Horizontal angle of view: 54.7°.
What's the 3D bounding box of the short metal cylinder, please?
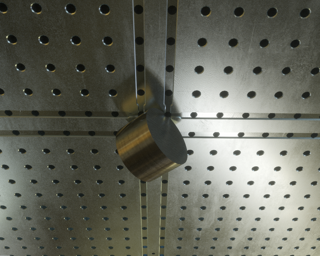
[{"bbox_3d":[-0.009,0.021,0.393,0.050,0.080,0.080,-33,123,24],"label":"short metal cylinder"}]
